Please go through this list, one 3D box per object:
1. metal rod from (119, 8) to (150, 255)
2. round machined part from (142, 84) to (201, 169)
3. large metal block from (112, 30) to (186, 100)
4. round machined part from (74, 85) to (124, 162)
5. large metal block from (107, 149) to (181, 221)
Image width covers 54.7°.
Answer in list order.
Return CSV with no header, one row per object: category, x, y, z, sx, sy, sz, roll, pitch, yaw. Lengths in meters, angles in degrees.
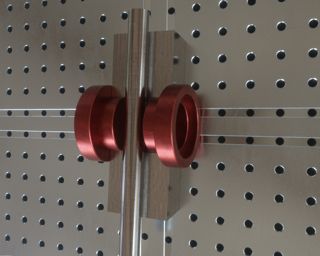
metal rod,-0.031,0.011,0.370,0.025,0.025,0.298,3,91,20
round machined part,0.013,-0.002,0.369,0.042,0.098,0.097,2,91,25
large metal block,-0.014,-0.078,0.404,0.080,0.050,0.079,2,91,20
round machined part,-0.062,-0.006,0.395,0.042,0.098,0.097,2,91,20
large metal block,-0.019,0.069,0.405,0.080,0.050,0.079,3,91,20
